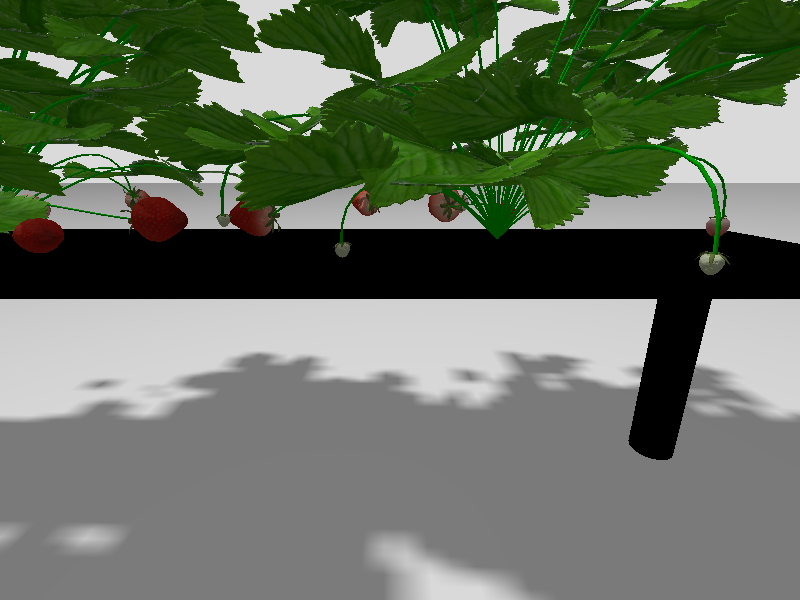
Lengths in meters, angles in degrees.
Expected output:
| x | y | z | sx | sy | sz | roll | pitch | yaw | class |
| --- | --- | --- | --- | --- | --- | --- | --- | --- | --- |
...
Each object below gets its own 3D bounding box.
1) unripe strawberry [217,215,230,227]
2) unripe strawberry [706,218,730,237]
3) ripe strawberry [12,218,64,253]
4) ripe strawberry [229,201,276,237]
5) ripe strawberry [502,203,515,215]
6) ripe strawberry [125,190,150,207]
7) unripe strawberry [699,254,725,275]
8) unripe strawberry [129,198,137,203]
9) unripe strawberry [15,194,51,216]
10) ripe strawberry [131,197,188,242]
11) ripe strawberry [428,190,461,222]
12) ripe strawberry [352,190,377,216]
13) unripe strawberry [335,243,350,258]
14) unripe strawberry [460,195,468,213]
| x | y | z | sx | sy | sz | roll | pitch | yaw | class |
| --- | --- | --- | --- | --- | --- | --- | --- | --- | --- |
| -0.143 | -0.064 | 0.325 | 0.010 | 0.010 | 0.009 | -2 | 18 | -5 | unripe strawberry |
| 0.273 | -0.062 | 0.344 | 0.017 | 0.016 | 0.015 | 0 | 18 | 1 | unripe strawberry |
| -0.250 | -0.044 | 0.279 | 0.025 | 0.024 | 0.027 | 11 | 21 | 30 | ripe strawberry |
| -0.130 | -0.074 | 0.352 | 0.037 | 0.036 | 0.040 | 0 | 18 | 2 | ripe strawberry |
| 0.109 | -0.089 | 0.416 | 0.023 | 0.026 | 0.025 | 6 | 18 | 17 | ripe strawberry |
| -0.368 | -0.139 | 0.567 | 0.034 | 0.030 | 0.031 | 0 | -19 | -1 | ripe strawberry |
| 0.137 | -0.016 | 0.177 | 0.009 | 0.010 | 0.010 | -5 | 18 | -16 | unripe strawberry |
| -0.361 | -0.133 | 0.542 | 0.011 | 0.010 | 0.010 | 0 | 18 | 1 | unripe strawberry |
| -0.408 | -0.101 | 0.443 | 0.035 | 0.032 | 0.032 | -7 | 19 | -22 | unripe strawberry |
| -0.193 | -0.065 | 0.324 | 0.036 | 0.036 | 0.040 | 3 | 18 | 7 | ripe strawberry |
| 0.051 | -0.114 | 0.476 | 0.040 | 0.042 | 0.043 | -4 | 18 | -13 | ripe strawberry |
| -0.044 | -0.127 | 0.521 | 0.038 | 0.034 | 0.034 | -12 | 21 | -33 | ripe strawberry |
| -0.038 | -0.033 | 0.265 | 0.010 | 0.010 | 0.009 | -12 | 21 | -33 | unripe strawberry |
| 0.084 | -0.133 | 0.556 | 0.022 | 0.025 | 0.024 | 0 | 3 | 0 | unripe strawberry |
